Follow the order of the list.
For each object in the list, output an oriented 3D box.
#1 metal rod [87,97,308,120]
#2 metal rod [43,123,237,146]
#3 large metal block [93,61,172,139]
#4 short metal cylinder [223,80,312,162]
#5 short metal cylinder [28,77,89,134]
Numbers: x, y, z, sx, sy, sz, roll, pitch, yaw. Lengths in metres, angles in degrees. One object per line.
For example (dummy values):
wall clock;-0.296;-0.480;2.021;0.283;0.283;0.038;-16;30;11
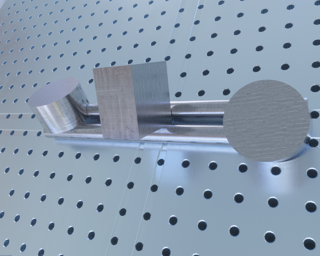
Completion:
metal rod;0.028;-0.024;0.407;0.300;0.025;0.025;1;62;28
metal rod;-0.045;0.006;0.428;0.300;0.025;0.025;1;62;28
large metal block;-0.029;-0.036;0.372;0.050;0.080;0.079;1;104;29
short metal cylinder;0.112;-0.005;0.319;0.080;0.050;0.080;-4;82;28
short metal cylinder;-0.152;-0.036;0.475;0.080;0.050;0.080;-14;34;10
